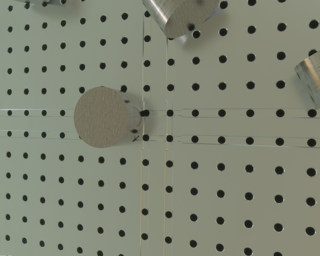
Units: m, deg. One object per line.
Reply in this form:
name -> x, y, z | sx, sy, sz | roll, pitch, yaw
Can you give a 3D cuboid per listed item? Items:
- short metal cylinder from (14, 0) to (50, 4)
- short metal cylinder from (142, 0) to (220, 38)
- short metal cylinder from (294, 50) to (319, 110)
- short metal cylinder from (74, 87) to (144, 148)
short metal cylinder -> -0.203, -0.222, 0.455 | 0.080, 0.080, 0.050 | 5, 92, 20
short metal cylinder -> 0.025, -0.156, 0.374 | 0.080, 0.080, 0.050 | -36, 79, 16
short metal cylinder -> 0.188, -0.058, 0.317 | 0.080, 0.080, 0.050 | -26, 81, 18
short metal cylinder -> -0.069, -0.014, 0.423 | 0.080, 0.050, 0.079 | 0, 90, 20
